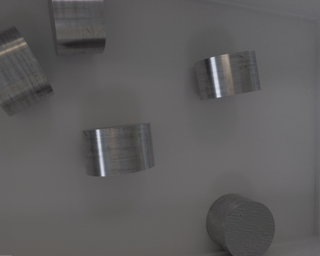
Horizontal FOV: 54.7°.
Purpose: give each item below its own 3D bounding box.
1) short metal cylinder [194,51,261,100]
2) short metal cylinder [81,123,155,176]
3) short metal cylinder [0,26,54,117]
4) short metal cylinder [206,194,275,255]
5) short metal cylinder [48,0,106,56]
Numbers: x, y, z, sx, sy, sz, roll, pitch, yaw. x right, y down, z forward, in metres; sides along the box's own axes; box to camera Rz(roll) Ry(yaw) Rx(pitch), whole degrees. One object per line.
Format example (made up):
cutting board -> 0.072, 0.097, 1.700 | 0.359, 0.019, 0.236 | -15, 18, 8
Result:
short metal cylinder -> 0.090, -0.068, 0.414 | 0.081, 0.080, 0.050 | -11, 94, -20
short metal cylinder -> -0.049, 0.023, 0.363 | 0.081, 0.080, 0.050 | -7, 93, -20
short metal cylinder -> -0.155, -0.059, 0.324 | 0.050, 0.080, 0.080 | -32, 101, -17
short metal cylinder -> 0.113, 0.138, 0.439 | 0.081, 0.050, 0.080 | 0, 90, -20
short metal cylinder -> -0.094, -0.122, 0.346 | 0.050, 0.080, 0.080 | -9, 93, -20
